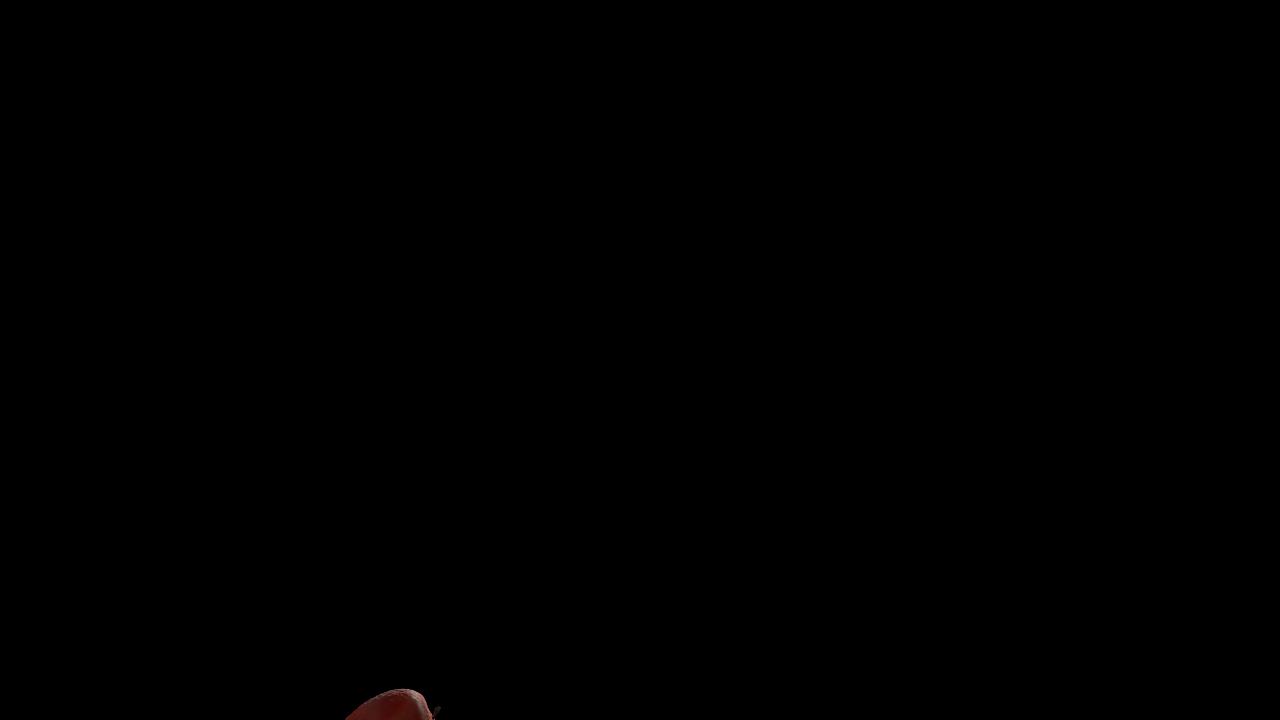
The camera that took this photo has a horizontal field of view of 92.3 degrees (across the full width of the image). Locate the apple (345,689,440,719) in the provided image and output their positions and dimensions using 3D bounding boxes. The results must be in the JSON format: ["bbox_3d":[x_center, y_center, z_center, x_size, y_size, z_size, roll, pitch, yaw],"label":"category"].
[{"bbox_3d":[-0.184,0.287,0.443,0.093,0.079,0.079,-33,17,-28],"label":"apple"}]
